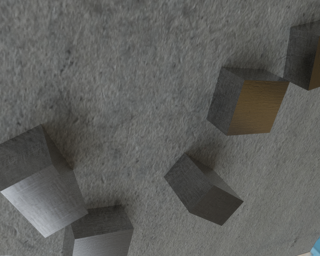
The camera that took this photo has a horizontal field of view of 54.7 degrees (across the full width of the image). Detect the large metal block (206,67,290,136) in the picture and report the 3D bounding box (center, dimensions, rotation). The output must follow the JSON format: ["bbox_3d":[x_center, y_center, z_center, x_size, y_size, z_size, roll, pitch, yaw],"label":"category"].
[{"bbox_3d":[0.122,-0.038,0.436,0.081,0.050,0.079,-3,120,-28],"label":"large metal block"}]

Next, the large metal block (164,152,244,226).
[{"bbox_3d":[0.065,0.092,0.466,0.080,0.080,0.050,33,100,-39],"label":"large metal block"}]

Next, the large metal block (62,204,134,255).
[{"bbox_3d":[-0.091,0.162,0.443,0.081,0.050,0.079,-1,119,-29],"label":"large metal block"}]

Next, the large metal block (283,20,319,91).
[{"bbox_3d":[0.235,-0.110,0.454,0.081,0.050,0.079,-18,126,-18],"label":"large metal block"}]

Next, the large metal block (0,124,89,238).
[{"bbox_3d":[-0.127,0.056,0.337,0.050,0.080,0.080,-29,129,-11],"label":"large metal block"}]
